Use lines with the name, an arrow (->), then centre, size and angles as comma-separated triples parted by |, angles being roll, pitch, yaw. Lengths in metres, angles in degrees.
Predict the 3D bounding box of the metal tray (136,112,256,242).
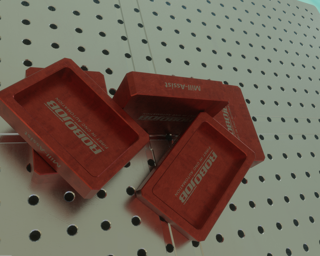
metal tray -> 0.046, 0.056, 0.373 | 0.090, 0.030, 0.130 | 40, 68, -2

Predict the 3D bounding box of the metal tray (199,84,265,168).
metal tray -> 0.094, -0.006, 0.460 | 0.091, 0.030, 0.130 | 3, 61, -27

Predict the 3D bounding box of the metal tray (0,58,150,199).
metal tray -> -0.086, -0.004, 0.321 | 0.130, 0.030, 0.090 | 44, 50, 2

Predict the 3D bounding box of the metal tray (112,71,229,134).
metal tray -> 0.008, -0.026, 0.387 | 0.131, 0.090, 0.030 | 1, 61, -28

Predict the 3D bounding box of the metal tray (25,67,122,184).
metal tray -> -0.102, -0.006, 0.355 | 0.091, 0.030, 0.130 | -1, 63, -29
